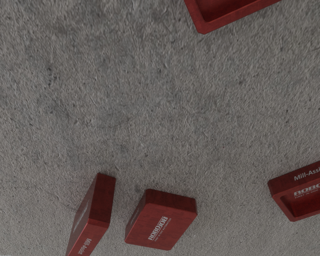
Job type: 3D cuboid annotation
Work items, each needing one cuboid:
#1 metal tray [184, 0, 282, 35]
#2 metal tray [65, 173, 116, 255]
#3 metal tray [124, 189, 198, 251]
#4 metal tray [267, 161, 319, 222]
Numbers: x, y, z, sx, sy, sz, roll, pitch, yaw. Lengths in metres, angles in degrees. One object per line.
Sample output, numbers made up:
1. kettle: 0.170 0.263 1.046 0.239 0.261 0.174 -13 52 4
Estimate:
1. metal tray: 0.078 -0.152 0.274 0.130 0.030 0.090 -21 128 16
2. metal tray: -0.110 0.144 0.485 0.030 0.090 0.129 20 127 -16
3. metal tray: -0.001 0.165 0.544 0.091 0.030 0.129 15 129 -13
4. metal tray: 0.250 0.095 0.487 0.130 0.030 0.090 -28 125 21
